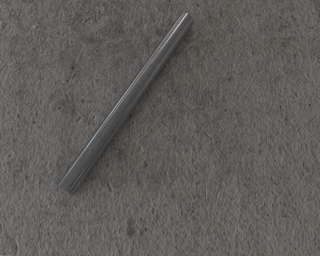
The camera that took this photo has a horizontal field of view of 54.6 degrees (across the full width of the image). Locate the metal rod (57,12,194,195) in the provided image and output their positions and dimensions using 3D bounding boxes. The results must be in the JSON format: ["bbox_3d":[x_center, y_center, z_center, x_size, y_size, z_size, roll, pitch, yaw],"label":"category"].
[{"bbox_3d":[-0.037,-0.044,0.424,0.025,0.025,0.300,30,73,10],"label":"metal rod"}]
